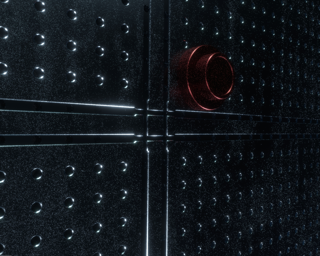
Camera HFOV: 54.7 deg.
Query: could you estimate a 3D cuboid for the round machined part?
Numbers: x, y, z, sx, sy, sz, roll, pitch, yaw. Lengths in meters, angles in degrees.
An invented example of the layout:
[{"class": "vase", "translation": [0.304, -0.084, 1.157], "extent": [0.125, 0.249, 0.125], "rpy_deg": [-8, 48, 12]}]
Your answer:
[{"class": "round machined part", "translation": [0.076, -0.076, 0.464], "extent": [0.099, 0.042, 0.097], "rpy_deg": [0, 90, -40]}]
